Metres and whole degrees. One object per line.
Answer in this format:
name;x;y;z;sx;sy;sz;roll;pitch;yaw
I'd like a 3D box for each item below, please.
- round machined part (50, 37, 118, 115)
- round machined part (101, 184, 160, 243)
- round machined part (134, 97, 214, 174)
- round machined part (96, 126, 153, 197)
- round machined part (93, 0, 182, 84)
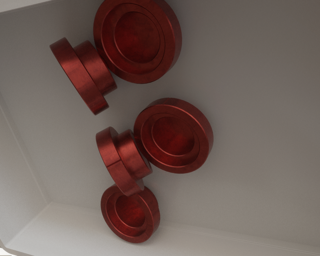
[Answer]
round machined part;-0.088;-0.067;0.378;0.042;0.098;0.098;-33;105;-7
round machined part;-0.042;0.126;0.488;0.098;0.042;0.097;10;111;28
round machined part;0.020;0.006;0.390;0.098;0.042;0.097;13;124;20
round machined part;-0.044;0.040;0.420;0.042;0.098;0.098;-28;106;1
round machined part;-0.021;-0.102;0.344;0.098;0.042;0.097;13;124;20
